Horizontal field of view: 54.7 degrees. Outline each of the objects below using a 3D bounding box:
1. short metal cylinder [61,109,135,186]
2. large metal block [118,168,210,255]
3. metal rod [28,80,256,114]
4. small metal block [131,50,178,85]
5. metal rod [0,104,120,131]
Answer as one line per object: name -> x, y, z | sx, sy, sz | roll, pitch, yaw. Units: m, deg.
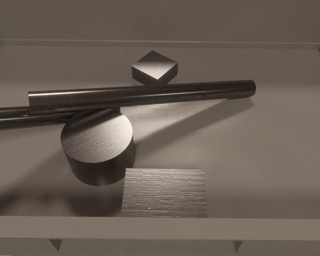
short metal cylinder -> -0.072, 0.022, 0.370 | 0.081, 0.050, 0.080 | 0, 50, 0
large metal block -> 0.004, 0.089, 0.314 | 0.081, 0.050, 0.080 | 1, 50, 0
metal rod -> -0.004, -0.043, 0.397 | 0.303, 0.025, 0.025 | -7, 49, -24
small metal block -> -0.008, -0.089, 0.480 | 0.050, 0.025, 0.050 | 31, 56, 23
metal rod -> -0.178, -0.009, 0.333 | 0.302, 0.025, 0.025 | -8, 46, -39
